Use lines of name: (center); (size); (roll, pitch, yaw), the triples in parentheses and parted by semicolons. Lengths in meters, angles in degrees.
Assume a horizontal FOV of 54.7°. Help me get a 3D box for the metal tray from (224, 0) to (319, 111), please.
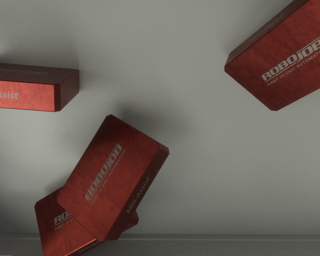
metal tray: (0.148, -0.080, 0.343); (0.090, 0.030, 0.129); (37, 142, -13)

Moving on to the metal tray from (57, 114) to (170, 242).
metal tray: (-0.059, 0.059, 0.381); (0.090, 0.030, 0.130); (30, 88, 30)

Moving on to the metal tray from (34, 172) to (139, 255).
metal tray: (-0.103, 0.115, 0.419); (0.130, 0.090, 0.030); (-31, 150, 10)

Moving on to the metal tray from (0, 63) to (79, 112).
metal tray: (-0.168, -0.050, 0.355); (0.131, 0.090, 0.030); (4, 110, -2)
